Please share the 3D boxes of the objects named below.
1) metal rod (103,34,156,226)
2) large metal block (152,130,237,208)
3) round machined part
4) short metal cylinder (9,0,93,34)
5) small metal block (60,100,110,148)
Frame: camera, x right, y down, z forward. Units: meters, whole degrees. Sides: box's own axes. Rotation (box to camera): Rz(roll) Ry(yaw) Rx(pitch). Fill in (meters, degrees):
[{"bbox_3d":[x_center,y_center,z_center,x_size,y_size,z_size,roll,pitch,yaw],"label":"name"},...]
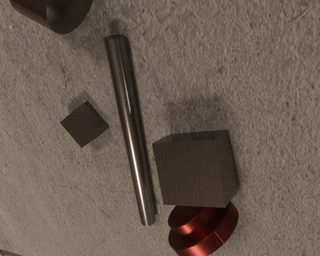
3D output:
[{"bbox_3d":[-0.037,0.022,0.437,0.025,0.025,0.298,6,121,24],"label":"metal rod"},{"bbox_3d":[0.044,0.049,0.384,0.080,0.050,0.079,-5,100,30],"label":"large metal block"},{"bbox_3d":[0.050,0.120,0.406,0.098,0.098,0.042,-30,102,37],"label":"round machined part"},{"bbox_3d":[-0.116,-0.151,0.337,0.050,0.080,0.079,30,128,9],"label":"short metal cylinder"},{"bbox_3d":[-0.112,-0.005,0.461,0.050,0.025,0.050,-31,101,37],"label":"small metal block"}]
